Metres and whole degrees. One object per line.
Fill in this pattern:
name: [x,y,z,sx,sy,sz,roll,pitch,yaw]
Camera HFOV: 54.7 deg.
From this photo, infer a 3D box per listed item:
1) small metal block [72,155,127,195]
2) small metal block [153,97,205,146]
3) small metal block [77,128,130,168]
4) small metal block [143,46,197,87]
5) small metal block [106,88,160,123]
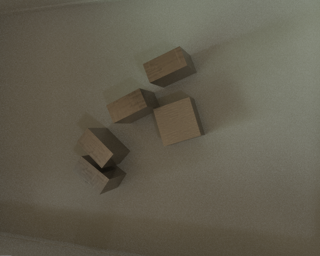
small metal block: [-0.082,0.061,0.425,0.050,0.050,0.025,36,102,16]
small metal block: [0.025,-0.008,0.401,0.050,0.025,0.050,-18,84,18]
small metal block: [-0.076,0.026,0.423,0.050,0.050,0.025,43,104,14]
small metal block: [0.014,-0.075,0.392,0.050,0.050,0.025,-22,83,18]
small metal block: [-0.034,-0.027,0.408,0.050,0.050,0.025,-25,82,18]
